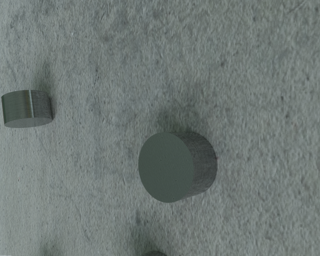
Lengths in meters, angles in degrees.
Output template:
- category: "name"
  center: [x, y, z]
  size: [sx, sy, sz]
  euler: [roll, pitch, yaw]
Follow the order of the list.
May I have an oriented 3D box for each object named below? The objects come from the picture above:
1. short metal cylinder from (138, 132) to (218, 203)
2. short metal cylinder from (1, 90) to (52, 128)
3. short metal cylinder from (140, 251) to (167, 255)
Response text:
- category: "short metal cylinder"
  center: [0.021, 0.044, 0.370]
  size: [0.080, 0.050, 0.079]
  euler: [0, 90, 39]
- category: "short metal cylinder"
  center: [-0.242, -0.033, 0.565]
  size: [0.080, 0.081, 0.050]
  euler: [-17, 79, 38]
- category: "short metal cylinder"
  center: [-0.017, 0.208, 0.400]
  size: [0.080, 0.050, 0.079]
  euler: [0, 90, 39]
